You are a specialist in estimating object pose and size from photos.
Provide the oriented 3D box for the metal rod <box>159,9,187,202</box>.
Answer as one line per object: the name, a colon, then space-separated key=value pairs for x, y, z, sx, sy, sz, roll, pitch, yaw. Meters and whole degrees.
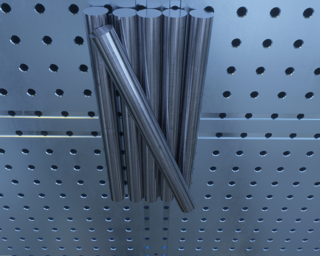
metal rod: x=0.013 y=-0.003 z=0.410 sx=0.025 sy=0.025 sz=0.298 roll=0 pitch=130 yaw=-1

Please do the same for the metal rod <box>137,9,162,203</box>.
metal rod: x=-0.013 y=-0.002 z=0.408 sx=0.025 sy=0.025 sz=0.298 roll=0 pitch=130 yaw=-1

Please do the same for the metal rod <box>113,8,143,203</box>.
metal rod: x=-0.037 y=-0.002 z=0.408 sx=0.025 sy=0.025 sz=0.298 roll=0 pitch=130 yaw=-1

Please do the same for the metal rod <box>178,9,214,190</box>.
metal rod: x=0.039 y=-0.002 z=0.410 sx=0.025 sy=0.025 sz=0.298 roll=1 pitch=130 yaw=-1

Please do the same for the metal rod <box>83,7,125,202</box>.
metal rod: x=-0.066 y=-0.004 z=0.407 sx=0.025 sy=0.025 sz=0.298 roll=1 pitch=130 yaw=-1

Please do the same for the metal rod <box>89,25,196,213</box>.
metal rod: x=-0.007 y=0.014 z=0.390 sx=0.025 sy=0.025 sz=0.299 roll=-15 pitch=129 yaw=12
